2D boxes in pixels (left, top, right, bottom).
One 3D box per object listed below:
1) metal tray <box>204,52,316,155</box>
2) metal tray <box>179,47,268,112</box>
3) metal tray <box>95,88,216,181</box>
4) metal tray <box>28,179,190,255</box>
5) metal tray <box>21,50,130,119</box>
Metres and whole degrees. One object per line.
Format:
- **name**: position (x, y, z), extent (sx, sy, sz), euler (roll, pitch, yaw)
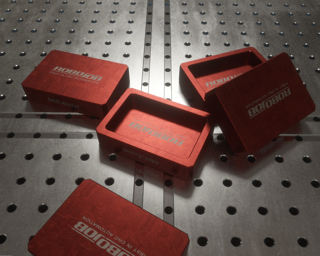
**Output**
- **metal tray**: position (0.133, -0.033, 0.404), extent (0.131, 0.030, 0.090), euler (-29, 91, -22)
- **metal tray**: position (0.105, -0.073, 0.467), extent (0.131, 0.030, 0.090), euler (-16, 52, -14)
- **metal tray**: position (-0.004, 0.003, 0.401), extent (0.130, 0.030, 0.090), euler (20, 53, 15)
- **metal tray**: position (-0.048, 0.117, 0.305), extent (0.130, 0.030, 0.090), euler (25, 54, 19)
- **metal tray**: position (-0.121, -0.068, 0.460), extent (0.131, 0.030, 0.090), euler (14, 51, 11)
